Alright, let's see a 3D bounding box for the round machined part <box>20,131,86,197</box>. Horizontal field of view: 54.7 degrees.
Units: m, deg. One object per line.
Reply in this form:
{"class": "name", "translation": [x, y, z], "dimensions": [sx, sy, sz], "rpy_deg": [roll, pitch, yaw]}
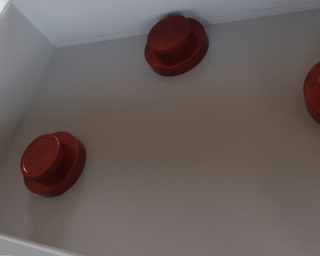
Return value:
{"class": "round machined part", "translation": [-0.161, 0.047, 0.451], "dimensions": [0.098, 0.042, 0.098], "rpy_deg": [-13, 56, 21]}

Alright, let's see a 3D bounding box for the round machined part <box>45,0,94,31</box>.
{"class": "round machined part", "translation": [-0.177, -0.233, 0.624], "dimensions": [0.098, 0.042, 0.098], "rpy_deg": [-13, 43, 13]}

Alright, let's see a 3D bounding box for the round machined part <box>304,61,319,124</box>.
{"class": "round machined part", "translation": [0.201, -0.045, 0.317], "dimensions": [0.098, 0.042, 0.098], "rpy_deg": [-13, 56, 21]}

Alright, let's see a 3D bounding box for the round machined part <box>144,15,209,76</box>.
{"class": "round machined part", "translation": [0.020, -0.129, 0.464], "dimensions": [0.098, 0.042, 0.098], "rpy_deg": [-13, 56, 21]}
